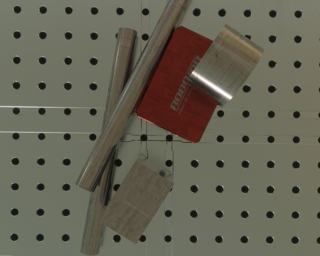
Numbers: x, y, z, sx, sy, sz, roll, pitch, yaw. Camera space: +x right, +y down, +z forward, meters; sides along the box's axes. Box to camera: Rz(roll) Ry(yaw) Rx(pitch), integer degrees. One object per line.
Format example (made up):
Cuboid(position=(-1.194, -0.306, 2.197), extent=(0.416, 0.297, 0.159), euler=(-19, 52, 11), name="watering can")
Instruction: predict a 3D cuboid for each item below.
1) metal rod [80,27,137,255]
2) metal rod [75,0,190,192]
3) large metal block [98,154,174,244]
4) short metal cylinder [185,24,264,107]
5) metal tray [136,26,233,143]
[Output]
Cuboid(position=(-0.068, 0.017, 0.412), extent=(0.025, 0.025, 0.298), euler=(10, 90, 0), name="metal rod")
Cuboid(position=(-0.027, -0.061, 0.396), extent=(0.025, 0.025, 0.299), euler=(26, 83, 0), name="metal rod")
Cuboid(position=(-0.027, 0.083, 0.386), extent=(0.050, 0.080, 0.080), euler=(32, 90, 0), name="large metal block")
Cuboid(position=(0.073, -0.071, 0.356), extent=(0.050, 0.080, 0.080), euler=(34, 90, 0), name="short metal cylinder")
Cuboid(position=(0.036, -0.056, 0.411), extent=(0.090, 0.030, 0.129), euler=(26, 90, 0), name="metal tray")
